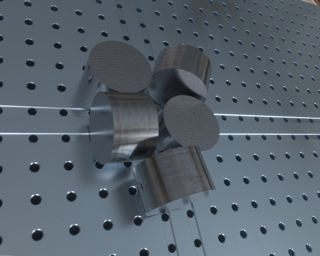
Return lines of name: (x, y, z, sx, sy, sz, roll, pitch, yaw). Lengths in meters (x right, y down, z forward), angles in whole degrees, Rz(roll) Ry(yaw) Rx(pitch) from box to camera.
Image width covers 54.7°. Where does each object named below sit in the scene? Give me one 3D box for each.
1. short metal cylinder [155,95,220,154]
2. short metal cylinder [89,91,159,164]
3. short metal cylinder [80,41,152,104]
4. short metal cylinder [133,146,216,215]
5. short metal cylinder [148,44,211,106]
short metal cylinder: (0.030, 0.004, 0.405, 0.081, 0.050, 0.080, 14, 56, -21)
short metal cylinder: (-0.043, -0.001, 0.351, 0.050, 0.080, 0.080, -2, 63, -30)
short metal cylinder: (-0.057, -0.065, 0.400, 0.081, 0.050, 0.080, 13, 57, -20)
short metal cylinder: (0.015, 0.059, 0.344, 0.081, 0.080, 0.050, -7, 66, -31)
short metal cylinder: (0.028, -0.068, 0.429, 0.080, 0.080, 0.050, 25, 52, -13)
